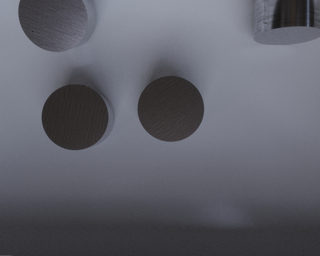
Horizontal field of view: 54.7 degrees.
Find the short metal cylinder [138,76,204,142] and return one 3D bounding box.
[{"bbox_3d":[0.013,-0.023,0.399,0.081,0.050,0.080,0,90,0],"label":"short metal cylinder"}]

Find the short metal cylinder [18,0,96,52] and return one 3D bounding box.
[{"bbox_3d":[-0.125,-0.138,0.386,0.081,0.050,0.079,0,110,0],"label":"short metal cylinder"}]

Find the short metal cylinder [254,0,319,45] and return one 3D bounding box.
[{"bbox_3d":[0.159,-0.138,0.385,0.081,0.080,0.050,1,90,0],"label":"short metal cylinder"}]

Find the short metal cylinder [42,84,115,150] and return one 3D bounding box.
[{"bbox_3d":[-0.102,-0.013,0.398,0.081,0.050,0.080,0,90,0],"label":"short metal cylinder"}]
